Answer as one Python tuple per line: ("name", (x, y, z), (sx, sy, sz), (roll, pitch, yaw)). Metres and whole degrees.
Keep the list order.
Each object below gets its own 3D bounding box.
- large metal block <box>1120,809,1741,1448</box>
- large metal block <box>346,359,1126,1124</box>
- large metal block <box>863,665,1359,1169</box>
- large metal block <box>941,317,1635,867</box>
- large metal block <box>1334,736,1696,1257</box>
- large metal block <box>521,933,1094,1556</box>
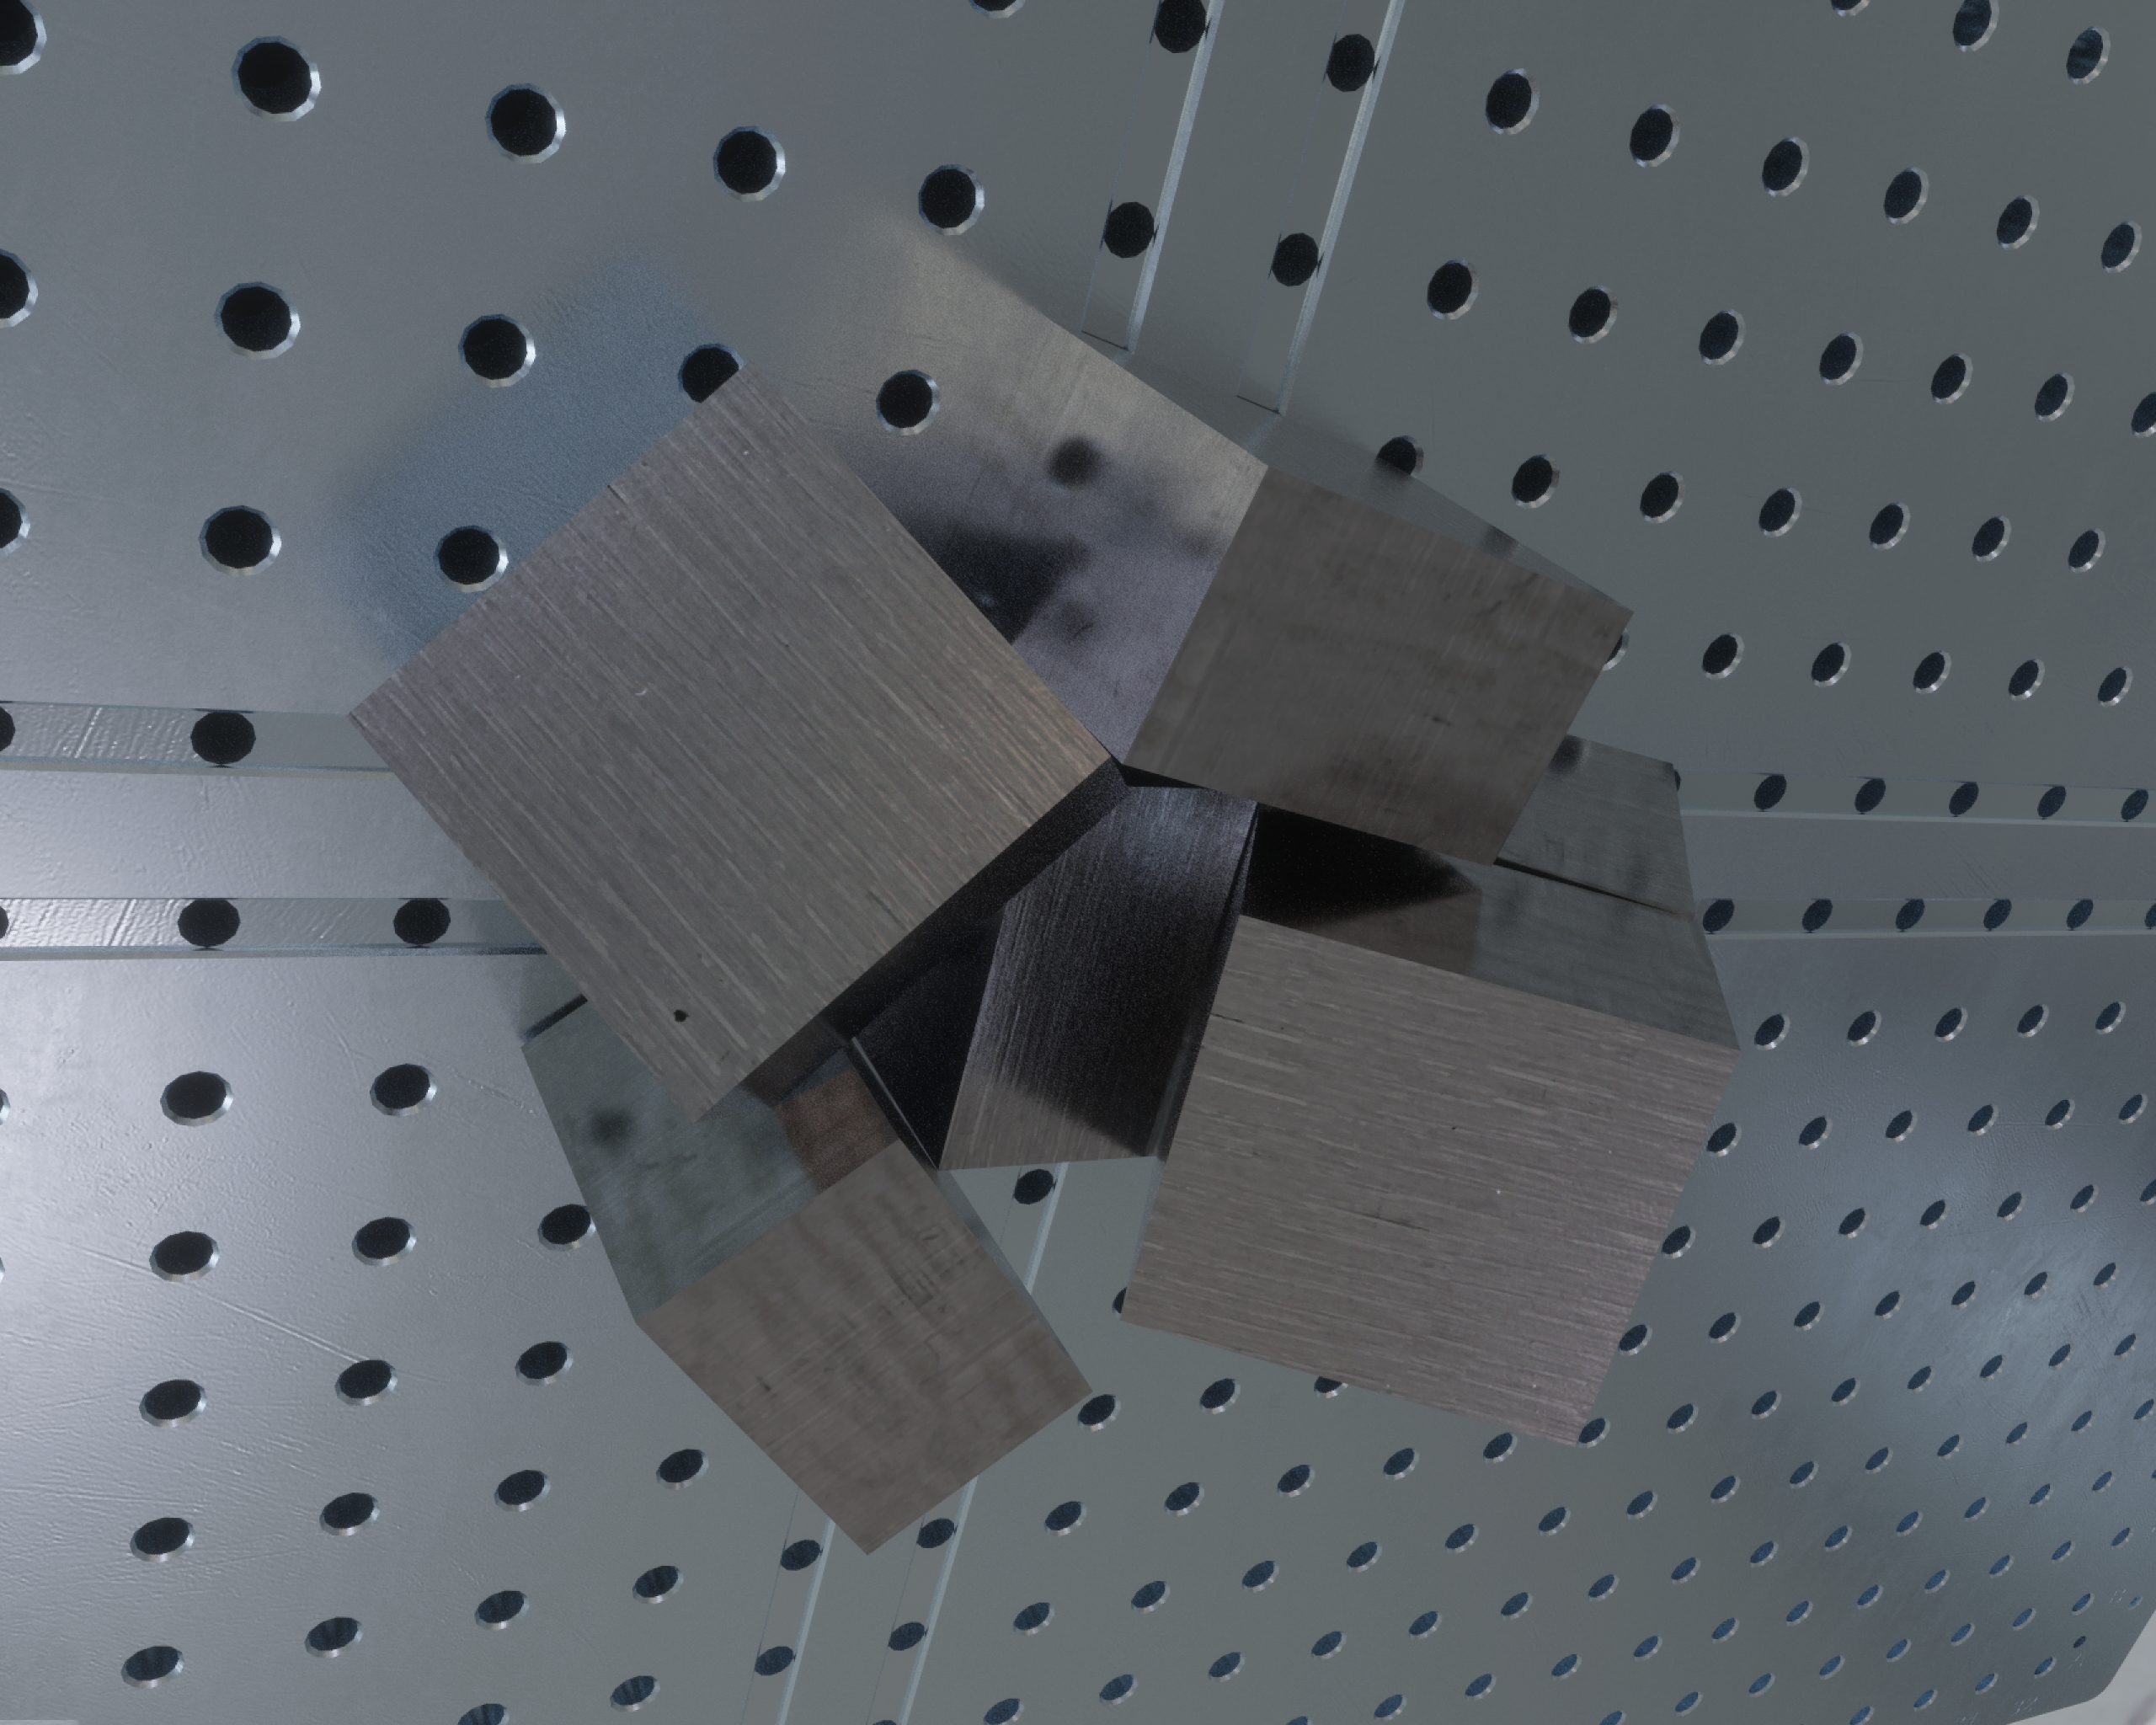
("large metal block", (0.059, 0.044, 0.364), (0.080, 0.050, 0.079), (15, 114, 2))
("large metal block", (-0.050, -0.017, 0.329), (0.080, 0.080, 0.050), (-42, 174, 0))
("large metal block", (0.009, 0.010, 0.405), (0.081, 0.050, 0.079), (1, 118, -29))
("large metal block", (0.033, -0.047, 0.364), (0.081, 0.080, 0.050), (14, 111, -34))
("large metal block", (0.085, 0.022, 0.424), (0.050, 0.080, 0.079), (17, 114, 6))
("large metal block", (-0.051, 0.066, 0.386), (0.050, 0.080, 0.080), (-35, 130, -6))
